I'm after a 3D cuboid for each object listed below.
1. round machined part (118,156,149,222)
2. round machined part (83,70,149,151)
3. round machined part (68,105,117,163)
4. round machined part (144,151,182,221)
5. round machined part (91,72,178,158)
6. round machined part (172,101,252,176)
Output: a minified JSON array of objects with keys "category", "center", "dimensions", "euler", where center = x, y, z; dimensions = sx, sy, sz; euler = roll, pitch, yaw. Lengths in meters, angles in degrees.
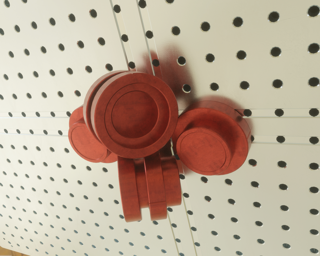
[{"category":"round machined part","center":[-0.030,0.075,0.421],"dimensions":[0.042,0.098,0.097],"euler":[-7,120,-4]},{"category":"round machined part","center":[-0.047,-0.024,0.390],"dimensions":[0.042,0.099,0.098],"euler":[31,144,63]},{"category":"round machined part","center":[-0.095,0.012,0.458],"dimensions":[0.098,0.042,0.097],"euler":[13,124,21]},{"category":"round machined part","center":[0.003,0.073,0.420],"dimensions":[0.042,0.098,0.097],"euler":[-7,120,-4]},{"category":"round machined part","center":[-0.032,-0.017,0.362],"dimensions":[0.042,0.099,0.098],"euler":[31,144,63]},{"category":"round machined part","center":[0.059,0.019,0.382],"dimensions":[0.098,0.042,0.097],"euler":[13,124,21]}]
